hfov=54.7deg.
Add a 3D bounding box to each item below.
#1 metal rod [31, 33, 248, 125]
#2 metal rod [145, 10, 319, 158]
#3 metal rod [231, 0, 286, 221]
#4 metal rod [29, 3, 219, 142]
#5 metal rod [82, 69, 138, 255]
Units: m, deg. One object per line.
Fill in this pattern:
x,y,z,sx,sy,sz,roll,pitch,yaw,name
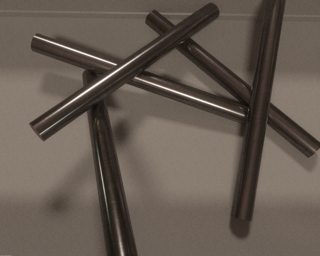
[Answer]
-0.024,-0.066,0.417,0.302,0.025,0.025,19,71,0,metal rod
0.094,-0.069,0.436,0.300,0.025,0.025,43,75,13,metal rod
0.128,-0.035,0.397,0.025,0.025,0.299,12,80,4,metal rod
-0.028,-0.084,0.396,0.301,0.025,0.025,-40,75,-24,metal rod
-0.060,0.028,0.334,0.025,0.025,0.300,-15,46,-6,metal rod
